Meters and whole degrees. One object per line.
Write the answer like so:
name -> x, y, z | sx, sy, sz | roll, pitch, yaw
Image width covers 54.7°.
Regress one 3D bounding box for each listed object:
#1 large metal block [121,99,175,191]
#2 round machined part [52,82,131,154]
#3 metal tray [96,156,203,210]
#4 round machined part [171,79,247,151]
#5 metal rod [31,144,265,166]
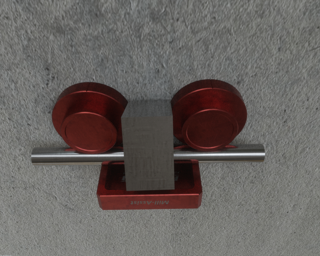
large metal block -> -0.011, 0.016, 0.350 | 0.050, 0.080, 0.079 | -2, 107, 0
round machined part -> -0.086, -0.005, 0.389 | 0.099, 0.042, 0.097 | -1, 130, 0
metal tray -> -0.013, 0.064, 0.420 | 0.131, 0.090, 0.030 | -1, 130, 0
round machined part -> 0.060, -0.009, 0.390 | 0.099, 0.042, 0.097 | -1, 130, 0
metal rod -> -0.015, 0.036, 0.412 | 0.302, 0.025, 0.025 | -1, 130, 0
